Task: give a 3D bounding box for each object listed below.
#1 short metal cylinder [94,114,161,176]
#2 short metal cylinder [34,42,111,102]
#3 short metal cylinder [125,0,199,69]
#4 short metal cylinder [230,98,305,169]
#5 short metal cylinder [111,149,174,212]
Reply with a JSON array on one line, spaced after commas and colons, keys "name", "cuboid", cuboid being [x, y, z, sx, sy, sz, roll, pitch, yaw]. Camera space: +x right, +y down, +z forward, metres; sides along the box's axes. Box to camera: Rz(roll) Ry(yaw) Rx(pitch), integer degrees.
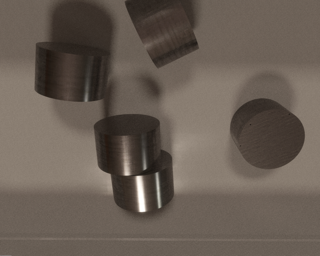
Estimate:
[{"name": "short metal cylinder", "cuboid": [-0.040, 0.018, 0.388, 0.081, 0.080, 0.050, -2, 110, 0]}, {"name": "short metal cylinder", "cuboid": [-0.100, -0.066, 0.356, 0.081, 0.080, 0.050, 9, 110, -4]}, {"name": "short metal cylinder", "cuboid": [0.003, -0.113, 0.341, 0.050, 0.080, 0.080, -25, 109, 8]}, {"name": "short metal cylinder", "cuboid": [0.137, 0.006, 0.402, 0.081, 0.050, 0.079, 0, 110, -1]}, {"name": "short metal cylinder", "cuboid": [-0.023, 0.065, 0.406, 0.081, 0.080, 0.050, -4, 110, 1]}]
